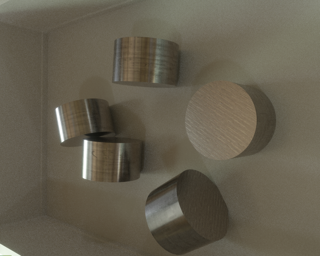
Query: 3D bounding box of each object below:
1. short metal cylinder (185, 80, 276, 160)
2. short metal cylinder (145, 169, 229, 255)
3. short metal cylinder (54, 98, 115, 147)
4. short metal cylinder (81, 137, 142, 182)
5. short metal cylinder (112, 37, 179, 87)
[{"bbox_3d":[0.074,-0.008,0.329,0.080,0.050,0.080,0,90,40],"label":"short metal cylinder"},{"bbox_3d":[0.031,0.093,0.346,0.050,0.081,0.080,-38,67,33],"label":"short metal cylinder"},{"bbox_3d":[-0.112,-0.006,0.464,0.080,0.081,0.050,-23,76,38],"label":"short metal cylinder"},{"bbox_3d":[-0.066,0.041,0.426,0.080,0.081,0.050,6,94,40],"label":"short metal cylinder"},{"bbox_3d":[-0.018,-0.079,0.386,0.080,0.081,0.050,6,94,40],"label":"short metal cylinder"}]
